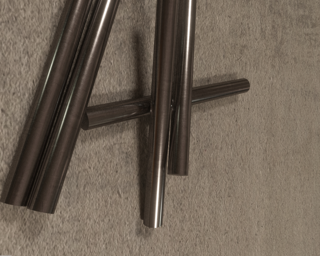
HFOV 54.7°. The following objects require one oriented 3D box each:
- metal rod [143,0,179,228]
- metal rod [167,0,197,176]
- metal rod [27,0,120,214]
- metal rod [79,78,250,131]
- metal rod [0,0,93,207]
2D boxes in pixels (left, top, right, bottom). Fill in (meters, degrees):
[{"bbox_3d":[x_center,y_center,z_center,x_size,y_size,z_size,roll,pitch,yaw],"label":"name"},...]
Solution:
[{"bbox_3d":[0.001,-0.023,0.373,0.025,0.025,0.298,-5,104,-40],"label":"metal rod"},{"bbox_3d":[0.032,-0.088,0.408,0.025,0.025,0.299,15,73,-39],"label":"metal rod"},{"bbox_3d":[-0.078,-0.063,0.329,0.025,0.025,0.299,25,71,-38],"label":"metal rod"},{"bbox_3d":[0.029,-0.041,0.431,0.302,0.025,0.025,-16,100,-39],"label":"metal rod"},{"bbox_3d":[-0.102,-0.072,0.319,0.025,0.025,0.299,23,76,-38],"label":"metal rod"}]
